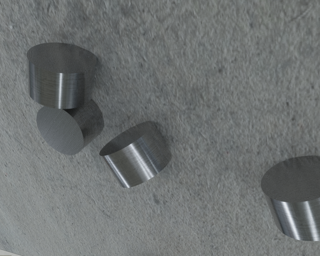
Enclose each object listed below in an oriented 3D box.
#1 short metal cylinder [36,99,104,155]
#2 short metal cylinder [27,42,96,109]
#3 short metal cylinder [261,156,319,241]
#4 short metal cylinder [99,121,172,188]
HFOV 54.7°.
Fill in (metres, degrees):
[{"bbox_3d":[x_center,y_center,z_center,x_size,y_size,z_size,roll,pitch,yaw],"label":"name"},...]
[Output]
[{"bbox_3d":[-0.130,-0.007,0.453,0.080,0.050,0.079,13,124,20],"label":"short metal cylinder"},{"bbox_3d":[-0.125,-0.068,0.393,0.080,0.080,0.050,25,127,12],"label":"short metal cylinder"},{"bbox_3d":[0.157,0.073,0.334,0.080,0.080,0.050,-13,112,33],"label":"short metal cylinder"},{"bbox_3d":[-0.031,0.033,0.407,0.080,0.080,0.050,-20,108,35],"label":"short metal cylinder"}]
